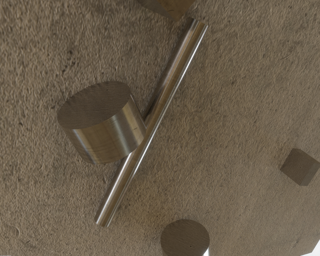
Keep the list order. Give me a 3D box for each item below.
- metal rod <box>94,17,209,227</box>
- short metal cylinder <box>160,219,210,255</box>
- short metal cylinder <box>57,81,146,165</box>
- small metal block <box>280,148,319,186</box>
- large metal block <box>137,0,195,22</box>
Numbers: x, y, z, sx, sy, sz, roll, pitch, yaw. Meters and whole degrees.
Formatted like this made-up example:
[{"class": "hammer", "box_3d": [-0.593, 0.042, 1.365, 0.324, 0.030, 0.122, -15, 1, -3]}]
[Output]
[{"class": "metal rod", "box_3d": [-0.019, 0.005, 0.399, 0.025, 0.025, 0.298, 14, 111, -34]}, {"class": "short metal cylinder", "box_3d": [0.043, 0.202, 0.520, 0.081, 0.080, 0.050, -19, 126, -17]}, {"class": "short metal cylinder", "box_3d": [-0.061, -0.007, 0.334, 0.080, 0.080, 0.050, -29, 128, -10]}, {"class": "small metal block", "box_3d": [0.262, 0.073, 0.579, 0.025, 0.050, 0.050, 9, 114, -33]}, {"class": "large metal block", "box_3d": [-0.011, -0.148, 0.274, 0.050, 0.080, 0.080, -49, 129, 7]}]
